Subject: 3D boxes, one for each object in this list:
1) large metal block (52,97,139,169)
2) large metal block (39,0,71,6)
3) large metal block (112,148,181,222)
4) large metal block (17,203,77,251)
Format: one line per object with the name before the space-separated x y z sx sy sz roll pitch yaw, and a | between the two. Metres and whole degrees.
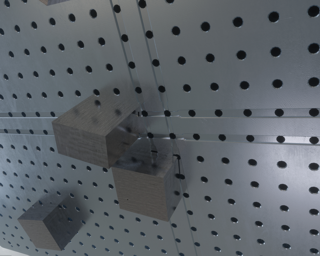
large metal block | -0.084 0.003 0.423 0.080 0.080 0.050 14 124 21
large metal block | -0.132 -0.197 0.343 0.080 0.050 0.080 35 129 5
large metal block | -0.018 0.082 0.456 0.080 0.050 0.080 8 122 24
large metal block | -0.234 0.205 0.646 0.080 0.050 0.080 -8 114 32
